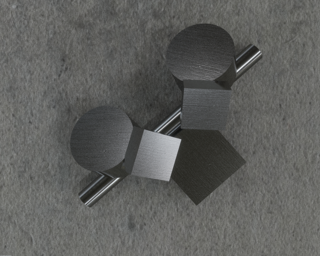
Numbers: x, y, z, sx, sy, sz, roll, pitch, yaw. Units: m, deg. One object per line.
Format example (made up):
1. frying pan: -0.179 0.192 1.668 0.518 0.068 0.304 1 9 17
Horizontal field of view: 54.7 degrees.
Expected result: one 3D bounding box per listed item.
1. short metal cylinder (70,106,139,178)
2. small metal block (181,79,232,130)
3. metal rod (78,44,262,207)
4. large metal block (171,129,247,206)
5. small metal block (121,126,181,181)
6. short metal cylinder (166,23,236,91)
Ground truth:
1. short metal cylinder: -0.062 0.018 0.384 0.080 0.050 0.080 -5 71 14
2. small metal block: 0.050 -0.026 0.349 0.050 0.025 0.050 2 121 -1
3. metal rod: 0.014 -0.003 0.411 0.300 0.025 0.025 -41 91 -1
4. large metal block: 0.048 0.037 0.398 0.080 0.050 0.080 -41 91 0
5. small metal block: -0.010 0.029 0.349 0.050 0.025 0.050 16 90 -33
6. short metal cylinder: 0.053 -0.081 0.384 0.080 0.050 0.080 -5 71 14
